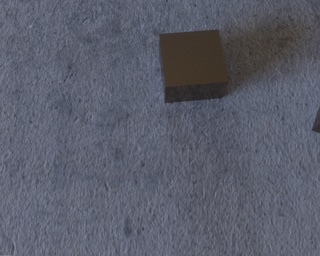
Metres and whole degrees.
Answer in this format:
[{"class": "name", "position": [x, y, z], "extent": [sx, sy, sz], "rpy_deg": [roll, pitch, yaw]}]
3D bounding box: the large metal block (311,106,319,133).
[{"class": "large metal block", "position": [0.261, -0.023, 0.407], "extent": [0.080, 0.050, 0.080], "rpy_deg": [24, 72, 8]}]

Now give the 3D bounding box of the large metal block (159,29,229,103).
[{"class": "large metal block", "position": [0.043, -0.084, 0.426], "extent": [0.081, 0.050, 0.080], "rpy_deg": [-5, 70, -2]}]
